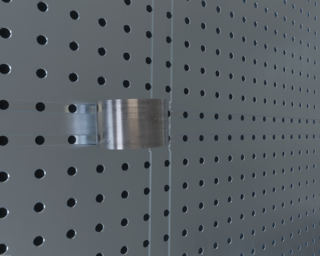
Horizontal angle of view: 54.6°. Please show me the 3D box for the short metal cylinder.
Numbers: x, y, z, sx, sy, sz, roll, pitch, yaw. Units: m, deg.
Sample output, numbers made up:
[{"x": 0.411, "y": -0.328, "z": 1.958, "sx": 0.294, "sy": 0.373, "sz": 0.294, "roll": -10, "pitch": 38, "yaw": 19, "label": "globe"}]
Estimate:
[{"x": -0.031, "y": -0.005, "z": 0.347, "sx": 0.081, "sy": 0.080, "sz": 0.050, "roll": -3, "pitch": 92, "yaw": -40, "label": "short metal cylinder"}]
